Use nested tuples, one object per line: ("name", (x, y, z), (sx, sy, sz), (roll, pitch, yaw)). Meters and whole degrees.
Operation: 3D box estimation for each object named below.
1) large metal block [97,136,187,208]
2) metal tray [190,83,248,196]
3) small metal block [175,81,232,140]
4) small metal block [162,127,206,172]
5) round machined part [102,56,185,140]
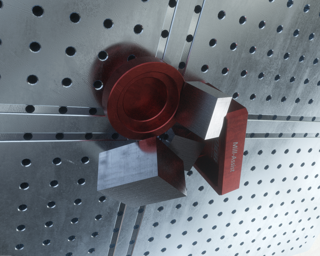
("large metal block", (-0.021, 0.059, 0.392), (0.080, 0.050, 0.080), (-17, 146, 21))
("metal tray", (0.073, 0.015, 0.420), (0.030, 0.090, 0.129), (-17, 125, -19))
("small metal block", (0.049, -0.021, 0.357), (0.025, 0.050, 0.050), (-9, 122, -41))
("small metal block", (0.029, 0.030, 0.441), (0.050, 0.025, 0.050), (17, 114, -24))
("round machined part", (-0.021, -0.038, 0.366), (0.099, 0.042, 0.097), (-14, 125, -21))
